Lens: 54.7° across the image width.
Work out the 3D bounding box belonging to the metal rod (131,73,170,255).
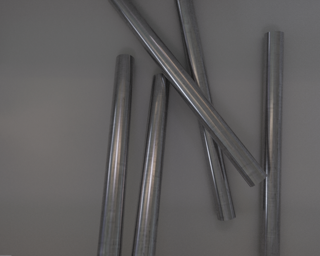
[{"bbox_3d":[-0.011,0.068,0.347,0.025,0.025,0.299,6,64,0],"label":"metal rod"}]

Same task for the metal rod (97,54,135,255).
[{"bbox_3d":[-0.049,0.045,0.351,0.025,0.025,0.299,1,66,0],"label":"metal rod"}]

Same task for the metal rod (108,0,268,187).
[{"bbox_3d":[0.030,-0.056,0.391,0.025,0.025,0.299,-37,82,0],"label":"metal rod"}]

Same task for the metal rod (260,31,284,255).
[{"bbox_3d":[0.149,0.024,0.412,0.025,0.025,0.298,1,90,0],"label":"metal rod"}]

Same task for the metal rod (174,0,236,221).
[{"bbox_3d":[0.059,-0.027,0.411,0.025,0.025,0.298,-11,90,0],"label":"metal rod"}]
